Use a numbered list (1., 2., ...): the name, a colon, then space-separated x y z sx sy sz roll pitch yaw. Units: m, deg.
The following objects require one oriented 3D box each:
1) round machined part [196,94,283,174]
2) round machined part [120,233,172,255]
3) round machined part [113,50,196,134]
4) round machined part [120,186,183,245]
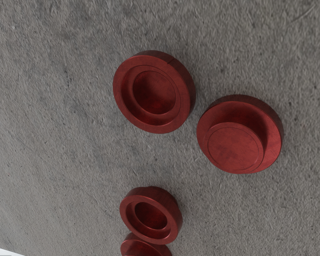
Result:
1. round machined part: 0.088 0.014 0.358 0.098 0.042 0.097 13 124 21
2. round machined part: -0.030 0.238 0.559 0.098 0.042 0.097 13 124 21
3. round machined part: -0.003 -0.045 0.370 0.098 0.042 0.097 13 124 21
4. round machined part: -0.010 0.130 0.482 0.098 0.042 0.097 13 124 21
